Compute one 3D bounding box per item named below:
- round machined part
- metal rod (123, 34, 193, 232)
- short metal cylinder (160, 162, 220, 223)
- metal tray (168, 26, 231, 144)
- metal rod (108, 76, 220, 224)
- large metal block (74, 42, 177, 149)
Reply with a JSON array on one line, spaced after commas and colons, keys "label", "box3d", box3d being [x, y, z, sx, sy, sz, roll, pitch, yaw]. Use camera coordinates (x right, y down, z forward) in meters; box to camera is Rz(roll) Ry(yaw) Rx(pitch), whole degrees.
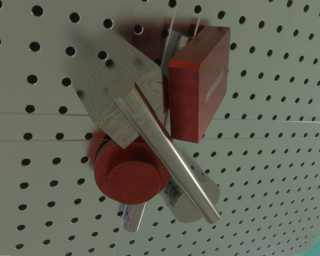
[{"label": "round machined part", "box3d": [-0.035, 0.060, 0.399, 0.099, 0.042, 0.097, -4, 117, -8]}, {"label": "metal rod", "box3d": [-0.005, 0.023, 0.424, 0.025, 0.025, 0.298, 2, 117, -30]}, {"label": "short metal cylinder", "box3d": [0.046, 0.101, 0.485, 0.081, 0.050, 0.079, -14, 125, -21]}, {"label": "metal tray", "box3d": [0.049, -0.054, 0.352, 0.131, 0.030, 0.089, -53, 146, -50]}, {"label": "metal rod", "box3d": [0.024, 0.050, 0.365, 0.025, 0.025, 0.300, -37, 138, -4]}, {"label": "large metal block", "box3d": [-0.037, -0.038, 0.334, 0.080, 0.080, 0.050, -41, 130, 0]}]
